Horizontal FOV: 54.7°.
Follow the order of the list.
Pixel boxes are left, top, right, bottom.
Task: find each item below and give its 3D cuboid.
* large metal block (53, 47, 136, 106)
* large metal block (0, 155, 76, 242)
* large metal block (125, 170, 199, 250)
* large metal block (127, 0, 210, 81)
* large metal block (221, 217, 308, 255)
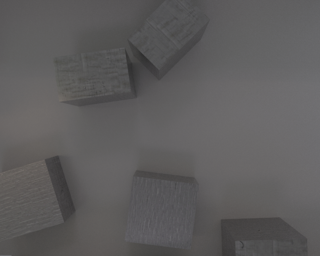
[{"bbox_3d":[-0.075,-0.059,0.383,0.080,0.080,0.050,-8,90,0],"label":"large metal block"},{"bbox_3d":[-0.166,0.087,0.398,0.080,0.050,0.080,-17,90,0],"label":"large metal block"},{"bbox_3d":[0.002,0.102,0.399,0.080,0.050,0.080,7,90,0],"label":"large metal block"},{"bbox_3d":[0.010,-0.110,0.384,0.080,0.080,0.050,-45,90,0],"label":"large metal block"},{"bbox_3d":[0.125,0.149,0.385,0.081,0.080,0.050,-2,90,0],"label":"large metal block"}]
